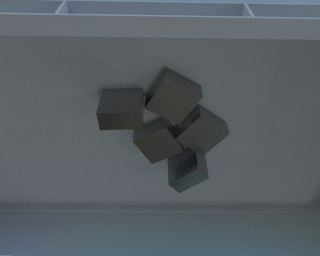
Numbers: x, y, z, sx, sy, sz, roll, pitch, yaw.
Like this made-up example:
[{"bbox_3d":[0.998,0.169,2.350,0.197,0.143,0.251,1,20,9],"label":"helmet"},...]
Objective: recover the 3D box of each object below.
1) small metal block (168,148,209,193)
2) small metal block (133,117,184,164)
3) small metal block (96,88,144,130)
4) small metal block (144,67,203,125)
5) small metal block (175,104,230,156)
[{"bbox_3d":[0.039,0.057,0.441,0.050,0.050,0.025,-33,123,24],"label":"small metal block"},{"bbox_3d":[-0.002,0.017,0.424,0.050,0.025,0.050,-23,127,18],"label":"small metal block"},{"bbox_3d":[-0.046,-0.024,0.372,0.050,0.050,0.025,-1,130,1],"label":"small metal block"},{"bbox_3d":[0.016,-0.038,0.377,0.050,0.025,0.050,25,126,-20],"label":"small metal block"},{"bbox_3d":[0.055,0.004,0.413,0.050,0.025,0.050,30,124,-24],"label":"small metal block"}]
